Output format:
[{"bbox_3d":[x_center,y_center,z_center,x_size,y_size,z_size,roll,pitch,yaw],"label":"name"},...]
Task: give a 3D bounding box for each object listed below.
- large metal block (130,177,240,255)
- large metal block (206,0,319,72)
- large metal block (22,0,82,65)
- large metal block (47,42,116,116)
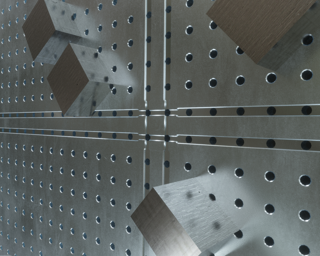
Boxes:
[{"bbox_3d":[0.028,0.107,0.349,0.080,0.081,0.050,49,119,28],"label":"large metal block"},{"bbox_3d":[0.107,-0.115,0.304,0.080,0.050,0.080,-49,61,28],"label":"large metal block"},{"bbox_3d":[-0.193,-0.171,0.549,0.080,0.050,0.080,-38,67,33],"label":"large metal block"},{"bbox_3d":[-0.128,-0.075,0.496,0.080,0.050,0.080,-45,63,30],"label":"large metal block"}]
